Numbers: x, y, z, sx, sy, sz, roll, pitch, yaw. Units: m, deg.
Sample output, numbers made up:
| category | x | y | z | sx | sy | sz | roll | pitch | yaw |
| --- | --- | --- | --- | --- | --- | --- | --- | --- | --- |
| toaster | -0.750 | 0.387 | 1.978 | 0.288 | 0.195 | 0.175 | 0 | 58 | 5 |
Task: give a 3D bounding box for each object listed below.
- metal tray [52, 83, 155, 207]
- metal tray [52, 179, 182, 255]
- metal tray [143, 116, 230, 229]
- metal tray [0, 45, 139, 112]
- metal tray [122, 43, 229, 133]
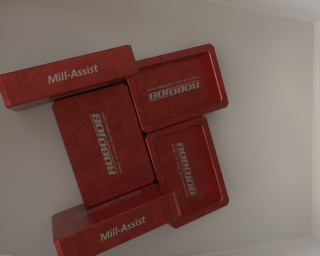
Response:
| category | x | y | z | sx | sy | sz | roll | pitch | yaw |
| --- | --- | --- | --- | --- | --- | --- | --- | --- | --- |
| metal tray | -0.068 | 0.019 | 0.380 | 0.091 | 0.030 | 0.129 | -19 | 97 | -19 |
| metal tray | -0.053 | 0.101 | 0.354 | 0.131 | 0.090 | 0.030 | -18 | 97 | -19 |
| metal tray | 0.034 | 0.057 | 0.420 | 0.091 | 0.030 | 0.129 | -19 | 97 | -19 |
| metal tray | -0.098 | -0.052 | 0.336 | 0.131 | 0.090 | 0.030 | -19 | 97 | -19 |
| metal tray | 0.021 | -0.054 | 0.415 | 0.131 | 0.030 | 0.089 | -18 | 96 | -20 |
